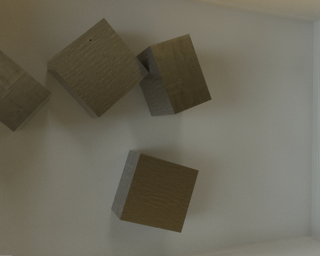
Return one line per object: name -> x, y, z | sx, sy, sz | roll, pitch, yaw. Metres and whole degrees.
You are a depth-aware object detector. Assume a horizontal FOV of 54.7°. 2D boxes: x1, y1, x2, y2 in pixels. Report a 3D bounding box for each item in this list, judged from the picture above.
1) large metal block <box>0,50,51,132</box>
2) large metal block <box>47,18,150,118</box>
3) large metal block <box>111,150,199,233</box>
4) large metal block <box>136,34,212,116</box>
large metal block -> -0.163, -0.042, 0.321 | 0.080, 0.080, 0.050 | 43, 77, -16
large metal block -> -0.074, -0.068, 0.370 | 0.080, 0.050, 0.080 | -44, 104, -15
large metal block -> -0.007, 0.079, 0.396 | 0.081, 0.050, 0.080 | 19, 84, -20
large metal block -> 0.011, -0.062, 0.386 | 0.050, 0.080, 0.080 | -23, 98, -19
